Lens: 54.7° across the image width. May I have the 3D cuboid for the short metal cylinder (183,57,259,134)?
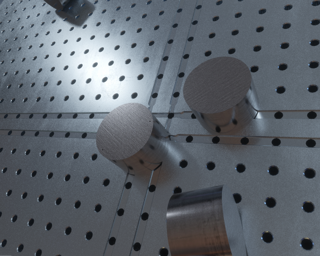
[{"bbox_3d":[0.075,-0.039,0.376,0.080,0.050,0.080,-13,56,20],"label":"short metal cylinder"}]

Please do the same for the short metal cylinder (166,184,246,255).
[{"bbox_3d":[0.045,0.097,0.289,0.050,0.080,0.080,-15,56,19],"label":"short metal cylinder"}]

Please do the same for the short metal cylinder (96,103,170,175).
[{"bbox_3d":[-0.034,0.014,0.400,0.080,0.050,0.080,-13,56,20],"label":"short metal cylinder"}]

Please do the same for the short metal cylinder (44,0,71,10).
[{"bbox_3d":[-0.232,-0.308,0.680,0.080,0.080,0.050,25,75,36],"label":"short metal cylinder"}]
